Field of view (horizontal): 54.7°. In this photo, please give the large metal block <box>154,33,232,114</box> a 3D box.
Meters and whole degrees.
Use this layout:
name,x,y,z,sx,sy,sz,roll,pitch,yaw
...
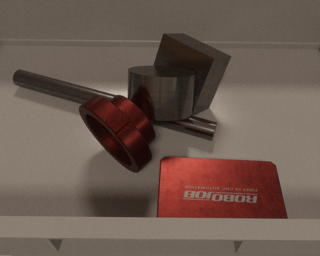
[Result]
name,x,y,z,sx,sy,sz,roll,pitch,yaw
large metal block,0.038,-0.076,0.425,0.080,0.079,0.050,34,31,24

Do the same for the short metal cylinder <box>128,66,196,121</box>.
name,x,y,z,sx,sy,sz,roll,pitch,yaw
short metal cylinder,0.001,-0.045,0.378,0.081,0.050,0.080,3,20,-1

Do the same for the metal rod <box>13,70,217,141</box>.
name,x,y,z,sx,sy,sz,roll,pitch,yaw
metal rod,-0.071,-0.036,0.433,0.301,0.025,0.025,16,52,12

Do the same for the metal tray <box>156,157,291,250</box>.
name,x,y,z,sx,sy,sz,roll,pitch,yaw
metal tray,0.064,0.079,0.337,0.131,0.030,0.090,3,50,1

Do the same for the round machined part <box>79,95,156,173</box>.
name,x,y,z,sx,sy,sz,roll,pitch,yaw
round machined part,-0.043,0.001,0.353,0.098,0.098,0.042,37,67,26
